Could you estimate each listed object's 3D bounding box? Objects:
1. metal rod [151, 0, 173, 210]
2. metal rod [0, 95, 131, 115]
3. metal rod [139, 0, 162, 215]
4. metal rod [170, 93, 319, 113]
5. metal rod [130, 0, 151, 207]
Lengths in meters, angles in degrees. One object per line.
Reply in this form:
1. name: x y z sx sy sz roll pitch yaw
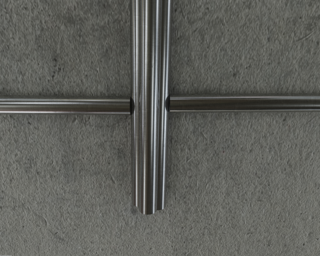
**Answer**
1. metal rod: 0.000 -0.026 0.402 0.025 0.025 0.298 1 110 -1
2. metal rod: -0.189 -0.030 0.397 0.302 0.025 0.025 0 110 -1
3. metal rod: -0.013 -0.026 0.380 0.025 0.025 0.298 1 110 -1
4. metal rod: 0.164 -0.033 0.401 0.302 0.025 0.025 0 110 -1
5. metal rod: -0.025 -0.032 0.400 0.025 0.025 0.298 1 110 -1
